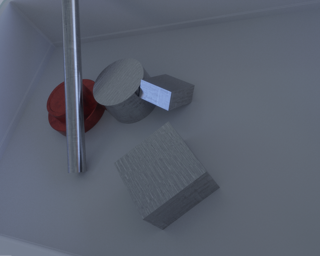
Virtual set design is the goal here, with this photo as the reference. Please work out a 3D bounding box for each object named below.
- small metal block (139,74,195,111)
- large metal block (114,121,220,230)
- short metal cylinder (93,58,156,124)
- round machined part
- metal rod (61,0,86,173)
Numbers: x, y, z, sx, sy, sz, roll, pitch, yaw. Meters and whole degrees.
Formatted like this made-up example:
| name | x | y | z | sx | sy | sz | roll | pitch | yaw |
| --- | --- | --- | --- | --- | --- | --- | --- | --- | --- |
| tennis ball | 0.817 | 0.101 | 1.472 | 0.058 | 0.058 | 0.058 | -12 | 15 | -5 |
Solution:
| name | x | y | z | sx | sy | sz | roll | pitch | yaw |
| --- | --- | --- | --- | --- | --- | --- | --- | --- | --- |
| small metal block | 0.009 | -0.049 | 0.409 | 0.050 | 0.025 | 0.050 | 27 | 32 | 32 |
| large metal block | 0.007 | 0.054 | 0.352 | 0.080 | 0.050 | 0.080 | -38 | 51 | 3 |
| short metal cylinder | -0.048 | -0.053 | 0.446 | 0.080 | 0.050 | 0.080 | -13 | 56 | 21 |
| round machined part | -0.137 | -0.038 | 0.488 | 0.098 | 0.042 | 0.098 | -13 | 56 | 20 |
| metal rod | -0.125 | -0.087 | 0.445 | 0.025 | 0.025 | 0.298 | -7 | 83 | 24 |
